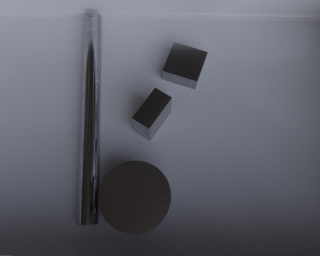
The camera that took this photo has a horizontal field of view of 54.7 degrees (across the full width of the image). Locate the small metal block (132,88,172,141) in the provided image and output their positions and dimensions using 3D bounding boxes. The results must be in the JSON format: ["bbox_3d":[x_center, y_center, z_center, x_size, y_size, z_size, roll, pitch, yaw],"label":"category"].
[{"bbox_3d":[-0.010,-0.017,0.402,0.025,0.050,0.050,32,73,11],"label":"small metal block"}]

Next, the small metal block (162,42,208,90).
[{"bbox_3d":[0.035,-0.089,0.443,0.050,0.025,0.050,19,71,6],"label":"small metal block"}]

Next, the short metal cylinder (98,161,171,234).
[{"bbox_3d":[-0.028,0.083,0.366,0.081,0.050,0.080,0,70,0],"label":"short metal cylinder"}]

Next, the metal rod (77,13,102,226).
[{"bbox_3d":[-0.093,-0.025,0.417,0.025,0.025,0.299,-3,70,-1],"label":"metal rod"}]
